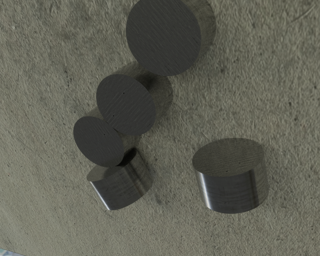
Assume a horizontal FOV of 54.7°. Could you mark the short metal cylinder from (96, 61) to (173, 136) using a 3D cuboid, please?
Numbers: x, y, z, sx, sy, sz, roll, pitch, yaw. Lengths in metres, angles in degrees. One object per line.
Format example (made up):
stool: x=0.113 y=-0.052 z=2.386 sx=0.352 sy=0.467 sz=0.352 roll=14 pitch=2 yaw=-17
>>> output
short metal cylinder: x=-0.031 y=-0.037 z=0.384 sx=0.080 sy=0.050 sz=0.079 roll=13 pitch=124 yaw=21

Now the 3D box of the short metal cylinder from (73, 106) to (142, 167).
short metal cylinder: x=-0.072 y=0.008 z=0.434 sx=0.080 sy=0.050 sz=0.079 roll=13 pitch=124 yaw=21

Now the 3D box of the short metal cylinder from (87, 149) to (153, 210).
short metal cylinder: x=-0.057 y=0.072 z=0.446 sx=0.080 sy=0.080 sz=0.050 roll=-16 pitch=110 yaw=34

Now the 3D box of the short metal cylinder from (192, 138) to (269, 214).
short metal cylinder: x=0.082 y=0.053 z=0.361 sx=0.080 sy=0.080 sz=0.050 roll=-1 pitch=118 yaw=29

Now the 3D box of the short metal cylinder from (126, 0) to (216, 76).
short metal cylinder: x=0.012 y=-0.100 z=0.322 sx=0.080 sy=0.050 sz=0.079 roll=13 pitch=124 yaw=21
